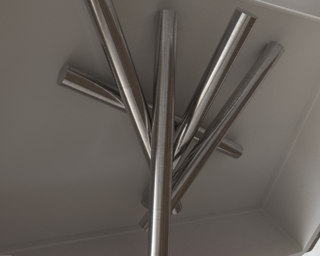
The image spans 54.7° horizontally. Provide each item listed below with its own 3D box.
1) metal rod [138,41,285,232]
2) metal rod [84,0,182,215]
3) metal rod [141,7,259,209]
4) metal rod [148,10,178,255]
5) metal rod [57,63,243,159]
[{"bbox_3d":[0.073,0.006,0.403,0.300,0.025,0.025,-53,130,-10],"label":"metal rod"},{"bbox_3d":[-0.021,-0.008,0.357,0.025,0.025,0.299,-26,123,-12],"label":"metal rod"},{"bbox_3d":[0.035,-0.001,0.390,0.025,0.025,0.298,3,129,-30],"label":"metal rod"},{"bbox_3d":[0.002,0.023,0.348,0.025,0.025,0.298,0,95,-28],"label":"metal rod"},{"bbox_3d":[0.011,-0.009,0.408,0.302,0.025,0.025,23,106,-37],"label":"metal rod"}]
